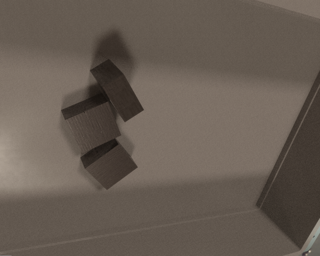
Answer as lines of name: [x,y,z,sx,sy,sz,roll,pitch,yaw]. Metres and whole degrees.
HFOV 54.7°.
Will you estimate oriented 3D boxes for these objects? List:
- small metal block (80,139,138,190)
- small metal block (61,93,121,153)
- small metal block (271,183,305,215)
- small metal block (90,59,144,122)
small metal block: [-0.065,0.045,0.402,0.050,0.025,0.050,-37,130,-4]
small metal block: [-0.080,-0.006,0.363,0.050,0.025,0.050,-26,128,-13]
small metal block: [0.271,0.150,0.656,0.050,0.025,0.050,-49,129,6]
small metal block: [-0.048,-0.042,0.342,0.025,0.050,0.050,-34,129,-7]
